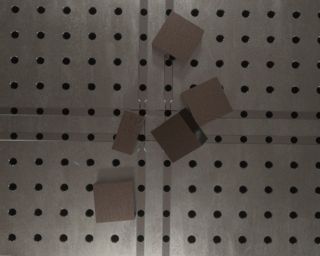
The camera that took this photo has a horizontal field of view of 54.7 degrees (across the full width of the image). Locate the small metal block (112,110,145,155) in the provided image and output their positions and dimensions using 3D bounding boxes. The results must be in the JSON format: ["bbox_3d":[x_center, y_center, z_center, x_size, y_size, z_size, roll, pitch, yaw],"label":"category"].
[{"bbox_3d":[-0.039,0.005,0.400,0.025,0.050,0.050,18,90,0],"label":"small metal block"}]

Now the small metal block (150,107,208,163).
[{"bbox_3d":[0.025,0.010,0.403,0.050,0.025,0.050,-35,91,31],"label":"small metal block"}]

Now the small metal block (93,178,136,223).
[{"bbox_3d":[-0.060,0.096,0.413,0.050,0.025,0.050,-5,90,-1],"label":"small metal block"}]

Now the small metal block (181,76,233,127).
[{"bbox_3d":[0.062,-0.034,0.414,0.050,0.025,0.050,-25,90,-1],"label":"small metal block"}]

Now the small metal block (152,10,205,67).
[{"bbox_3d":[0.024,-0.118,0.414,0.050,0.025,0.050,32,90,-1],"label":"small metal block"}]
